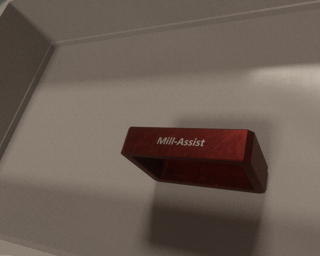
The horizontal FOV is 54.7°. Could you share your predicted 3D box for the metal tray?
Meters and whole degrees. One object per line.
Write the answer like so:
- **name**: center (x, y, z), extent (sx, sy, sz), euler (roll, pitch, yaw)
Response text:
- **metal tray**: center (0.037, 0.034, 0.322), extent (0.130, 0.090, 0.030), euler (1, 63, 28)
